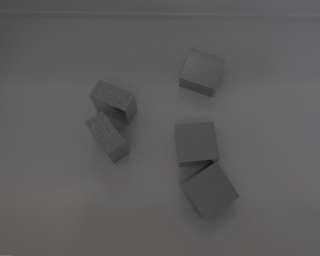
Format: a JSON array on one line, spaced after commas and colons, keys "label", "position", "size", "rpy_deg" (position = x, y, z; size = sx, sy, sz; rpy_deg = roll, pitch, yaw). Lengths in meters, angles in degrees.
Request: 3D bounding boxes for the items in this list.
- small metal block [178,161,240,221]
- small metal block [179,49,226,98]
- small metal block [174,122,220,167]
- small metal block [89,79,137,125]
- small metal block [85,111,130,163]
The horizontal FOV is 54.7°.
[{"label": "small metal block", "position": [0.059, 0.075, 0.376], "size": [0.050, 0.025, 0.050], "rpy_deg": [-32, 87, -11]}, {"label": "small metal block", "position": [0.060, -0.078, 0.438], "size": [0.050, 0.025, 0.050], "rpy_deg": [20, 71, 7]}, {"label": "small metal block", "position": [0.047, 0.021, 0.402], "size": [0.050, 0.025, 0.050], "rpy_deg": [-5, 70, -2]}, {"label": "small metal block", "position": [-0.060, -0.032, 0.408], "size": [0.050, 0.050, 0.025], "rpy_deg": [24, 72, 8]}, {"label": "small metal block", "position": [-0.065, 0.013, 0.391], "size": [0.025, 0.050, 0.050], "rpy_deg": [-36, 74, -12]}]
